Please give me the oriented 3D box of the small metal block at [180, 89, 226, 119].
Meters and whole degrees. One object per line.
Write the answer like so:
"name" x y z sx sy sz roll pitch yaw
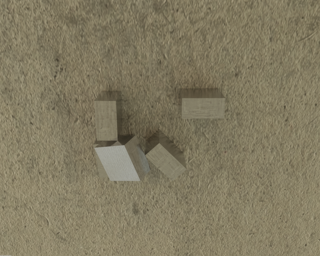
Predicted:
"small metal block" 0.051 -0.031 0.385 0.050 0.050 0.025 0 110 0

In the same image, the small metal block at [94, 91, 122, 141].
"small metal block" -0.064 -0.017 0.390 0.025 0.050 0.050 0 110 0

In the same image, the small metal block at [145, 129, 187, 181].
"small metal block" 0.007 0.035 0.409 0.025 0.050 0.050 -42 105 13

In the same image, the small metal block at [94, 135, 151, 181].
"small metal block" -0.046 0.038 0.385 0.050 0.025 0.050 -7 114 36

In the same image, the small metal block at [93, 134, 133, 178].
"small metal block" -0.059 0.038 0.423 0.050 0.025 0.050 -6 110 2
